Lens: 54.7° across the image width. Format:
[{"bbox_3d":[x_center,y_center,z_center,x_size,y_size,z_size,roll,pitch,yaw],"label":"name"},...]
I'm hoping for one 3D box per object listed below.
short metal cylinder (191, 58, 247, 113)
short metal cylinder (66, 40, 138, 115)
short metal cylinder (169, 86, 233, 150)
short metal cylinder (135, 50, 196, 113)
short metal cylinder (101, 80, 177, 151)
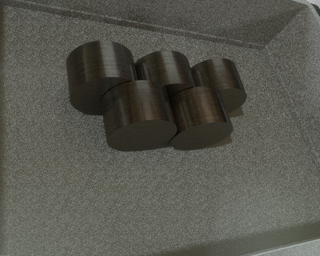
[{"bbox_3d":[0.077,-0.054,0.442,0.081,0.080,0.050,2,61,-28],"label":"short metal cylinder"},{"bbox_3d":[-0.067,-0.057,0.367,0.081,0.080,0.050,1,62,-28],"label":"short metal cylinder"},{"bbox_3d":[0.048,-0.010,0.400,0.081,0.080,0.050,1,62,-28],"label":"short metal cylinder"},{"bbox_3d":[0.005,-0.055,0.404,0.081,0.080,0.050,1,62,-28],"label":"short metal cylinder"},{"bbox_3d":[-0.025,-0.012,0.362,0.081,0.080,0.050,1,62,-28],"label":"short metal cylinder"}]
